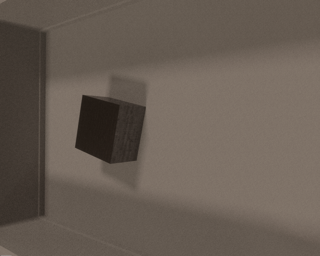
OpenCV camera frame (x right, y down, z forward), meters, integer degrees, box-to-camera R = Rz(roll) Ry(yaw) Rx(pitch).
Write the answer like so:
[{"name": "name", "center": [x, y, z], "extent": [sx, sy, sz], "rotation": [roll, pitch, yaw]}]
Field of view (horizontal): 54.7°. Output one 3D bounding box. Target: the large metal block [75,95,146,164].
[{"name": "large metal block", "center": [-0.073, 0.000, 0.448], "extent": [0.080, 0.050, 0.079], "rotation": [17, 101, 38]}]
